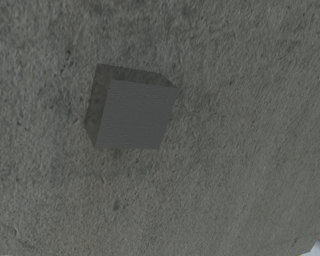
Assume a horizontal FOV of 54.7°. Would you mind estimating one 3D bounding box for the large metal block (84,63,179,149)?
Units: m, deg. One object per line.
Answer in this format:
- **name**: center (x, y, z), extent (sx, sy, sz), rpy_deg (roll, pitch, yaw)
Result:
- **large metal block**: center (-0.035, -0.023, 0.358), extent (0.081, 0.050, 0.079), rpy_deg (3, 117, -31)
